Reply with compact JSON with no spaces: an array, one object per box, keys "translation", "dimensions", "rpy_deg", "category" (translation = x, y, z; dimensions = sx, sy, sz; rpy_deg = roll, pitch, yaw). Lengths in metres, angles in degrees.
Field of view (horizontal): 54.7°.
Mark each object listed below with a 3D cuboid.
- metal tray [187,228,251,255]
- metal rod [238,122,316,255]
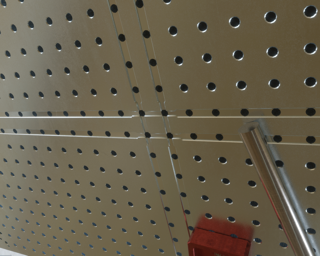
[{"translation":[0.096,0.226,0.496],"dimensions":[0.090,0.030,0.129],"rpy_deg":[6,121,24],"category":"metal tray"},{"translation":[0.170,0.125,0.398],"dimensions":[0.025,0.025,0.299],"rpy_deg":[-17,110,34],"category":"metal rod"}]
